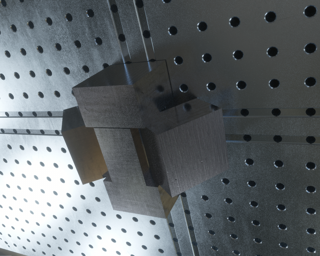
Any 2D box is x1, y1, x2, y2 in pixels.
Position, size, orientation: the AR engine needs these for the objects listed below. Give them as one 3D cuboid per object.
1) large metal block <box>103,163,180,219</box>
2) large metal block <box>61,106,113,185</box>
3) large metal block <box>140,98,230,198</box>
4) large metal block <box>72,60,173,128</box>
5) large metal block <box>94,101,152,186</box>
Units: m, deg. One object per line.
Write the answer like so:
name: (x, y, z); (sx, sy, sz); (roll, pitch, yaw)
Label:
large metal block: (-0.017, 0.072, 0.426); (0.080, 0.080, 0.050); (1, 119, 27)
large metal block: (-0.096, 0.017, 0.426); (0.050, 0.080, 0.080); (-17, 116, -8)
large metal block: (0.029, 0.020, 0.361); (0.050, 0.081, 0.079); (33, 141, 57)
large metal block: (-0.041, -0.041, 0.369); (0.080, 0.080, 0.050); (1, 119, 27)
large metal block: (-0.030, 0.016, 0.399); (0.050, 0.080, 0.079); (1, 119, 27)
